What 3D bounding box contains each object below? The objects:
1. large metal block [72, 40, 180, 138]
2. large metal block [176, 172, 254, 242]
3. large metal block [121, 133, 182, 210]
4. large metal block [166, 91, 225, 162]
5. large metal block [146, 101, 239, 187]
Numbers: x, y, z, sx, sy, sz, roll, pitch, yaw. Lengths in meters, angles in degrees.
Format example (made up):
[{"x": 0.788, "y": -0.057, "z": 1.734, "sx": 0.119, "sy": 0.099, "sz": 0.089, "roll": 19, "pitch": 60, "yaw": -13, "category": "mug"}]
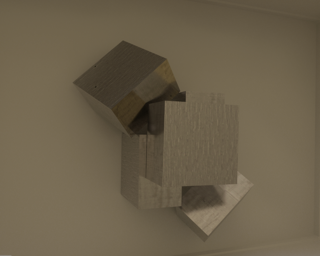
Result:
[{"x": -0.038, "y": -0.047, "z": 0.358, "sx": 0.080, "sy": 0.080, "sz": 0.050, "roll": -45, "pitch": 139, "yaw": -15, "category": "large metal block"}, {"x": 0.067, "y": 0.094, "z": 0.396, "sx": 0.080, "sy": 0.080, "sz": 0.050, "roll": -43, "pitch": 69, "yaw": -15, "category": "large metal block"}, {"x": -0.013, "y": 0.047, "z": 0.375, "sx": 0.050, "sy": 0.080, "sz": 0.080, "roll": 1, "pitch": 90, "yaw": -20, "category": "large metal block"}, {"x": 0.038, "y": -0.001, "z": 0.392, "sx": 0.050, "sy": 0.080, "sz": 0.080, "roll": 1, "pitch": 90, "yaw": -20, "category": "large metal block"}, {"x": 0.033, "y": 0.015, "z": 0.322, "sx": 0.081, "sy": 0.050, "sz": 0.080, "roll": 2, "pitch": 90, "yaw": -20, "category": "large metal block"}]
